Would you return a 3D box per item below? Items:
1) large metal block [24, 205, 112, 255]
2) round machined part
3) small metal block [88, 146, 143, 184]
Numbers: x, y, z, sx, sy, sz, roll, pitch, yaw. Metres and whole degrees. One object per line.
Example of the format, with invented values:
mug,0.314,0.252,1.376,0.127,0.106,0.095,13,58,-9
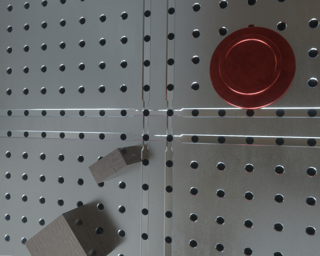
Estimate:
large metal block,-0.131,0.172,0.446,0.080,0.050,0.080,-39,78,16
round machined part,0.107,-0.071,0.366,0.098,0.042,0.097,0,90,20
small metal block,-0.059,0.049,0.420,0.050,0.050,0.025,-33,80,17
